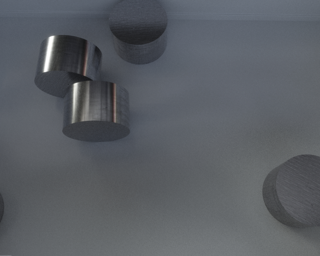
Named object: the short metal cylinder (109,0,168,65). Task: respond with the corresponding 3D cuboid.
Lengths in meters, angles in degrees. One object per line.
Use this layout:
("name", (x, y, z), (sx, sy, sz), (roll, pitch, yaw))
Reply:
("short metal cylinder", (-0.030, -0.139, 0.447), (0.081, 0.050, 0.080), (0, 70, 0))

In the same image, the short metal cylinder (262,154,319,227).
("short metal cylinder", (0.170, 0.076, 0.369), (0.081, 0.050, 0.080), (0, 70, 0))

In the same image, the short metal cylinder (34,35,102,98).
("short metal cylinder", (-0.119, -0.077, 0.408), (0.080, 0.080, 0.050), (1, 70, 0))

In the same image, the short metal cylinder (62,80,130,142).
("short metal cylinder", (-0.078, -0.018, 0.386), (0.081, 0.080, 0.050), (-3, 70, -1))

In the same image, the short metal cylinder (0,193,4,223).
("short metal cylinder", (-0.234, 0.096, 0.359), (0.081, 0.050, 0.080), (0, 70, 0))
